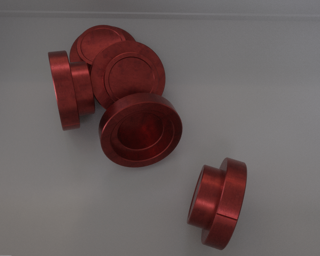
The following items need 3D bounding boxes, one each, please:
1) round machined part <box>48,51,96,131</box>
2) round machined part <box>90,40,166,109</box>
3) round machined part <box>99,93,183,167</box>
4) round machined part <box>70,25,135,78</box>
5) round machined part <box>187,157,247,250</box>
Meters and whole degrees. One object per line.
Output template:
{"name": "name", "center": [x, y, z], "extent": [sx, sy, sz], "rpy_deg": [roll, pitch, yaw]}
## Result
{"name": "round machined part", "center": [-0.109, -0.048, 0.389], "extent": [0.042, 0.098, 0.098], "rpy_deg": [-11, 70, -17]}
{"name": "round machined part", "center": [-0.040, -0.062, 0.398], "extent": [0.099, 0.042, 0.097], "rpy_deg": [-3, 102, -15]}
{"name": "round machined part", "center": [-0.025, -0.001, 0.379], "extent": [0.099, 0.097, 0.042], "rpy_deg": [-18, 40, -6]}
{"name": "round machined part", "center": [-0.079, -0.105, 0.438], "extent": [0.099, 0.042, 0.098], "rpy_deg": [0, 70, 0]}
{"name": "round machined part", "center": [0.059, 0.079, 0.342], "extent": [0.042, 0.098, 0.098], "rpy_deg": [17, 71, 6]}
